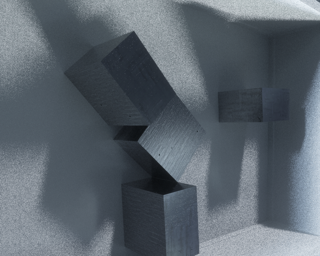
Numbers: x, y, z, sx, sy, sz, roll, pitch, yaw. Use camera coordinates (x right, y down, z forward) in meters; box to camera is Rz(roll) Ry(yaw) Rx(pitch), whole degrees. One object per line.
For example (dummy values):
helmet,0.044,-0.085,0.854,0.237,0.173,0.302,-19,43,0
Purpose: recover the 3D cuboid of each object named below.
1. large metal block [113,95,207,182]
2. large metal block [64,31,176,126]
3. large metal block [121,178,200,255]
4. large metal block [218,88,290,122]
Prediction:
large metal block,0.003,0.010,0.394,0.080,0.050,0.080,49,61,-29
large metal block,-0.044,-0.048,0.336,0.050,0.080,0.080,-52,121,-27
large metal block,-0.001,0.108,0.372,0.050,0.080,0.079,-5,94,-40
large metal block,0.152,-0.036,0.501,0.081,0.080,0.050,-4,93,-40
